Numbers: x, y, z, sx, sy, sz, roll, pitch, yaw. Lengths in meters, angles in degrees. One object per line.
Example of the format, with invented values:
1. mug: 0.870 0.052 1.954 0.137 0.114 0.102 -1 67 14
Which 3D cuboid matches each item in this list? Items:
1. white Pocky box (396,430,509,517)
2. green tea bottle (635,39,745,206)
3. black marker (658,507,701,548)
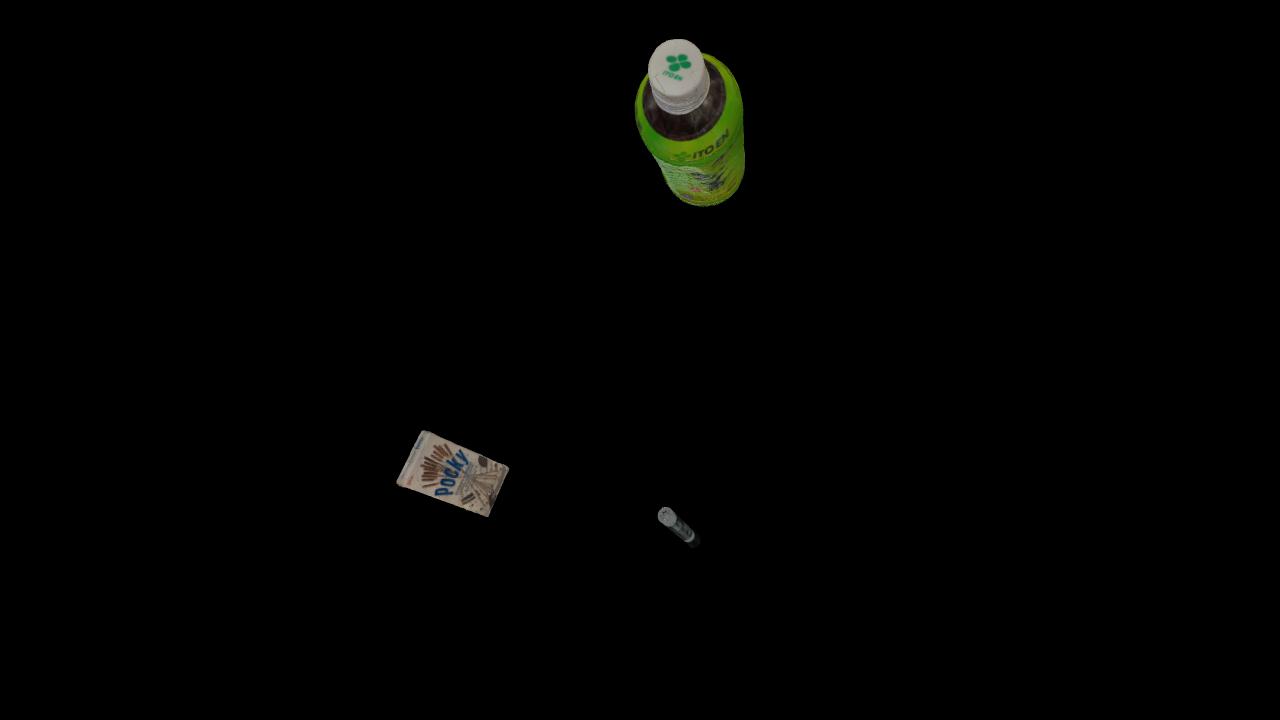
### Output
1. white Pocky box: -0.272 0.170 0.909 0.028 0.084 0.154 6 -23 44
2. green tea bottle: 0.036 -0.159 0.426 0.073 0.073 0.212 0 4 12
3. black marker: 0.049 0.203 0.740 0.020 0.020 0.121 0 -29 24
